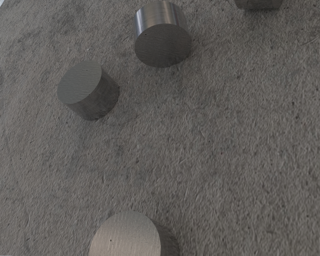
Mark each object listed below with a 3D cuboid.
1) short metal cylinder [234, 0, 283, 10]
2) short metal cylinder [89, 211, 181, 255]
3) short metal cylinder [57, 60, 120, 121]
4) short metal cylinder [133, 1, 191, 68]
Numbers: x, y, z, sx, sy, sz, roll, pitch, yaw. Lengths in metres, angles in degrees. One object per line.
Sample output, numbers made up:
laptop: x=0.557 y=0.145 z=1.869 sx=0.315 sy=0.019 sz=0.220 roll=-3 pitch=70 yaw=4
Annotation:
short metal cylinder: x=0.137 y=-0.205 z=0.422 sx=0.050 sy=0.080 sz=0.080 roll=11 pitch=67 yaw=33
short metal cylinder: x=-0.025 y=0.132 z=0.320 sx=0.080 sy=0.050 sz=0.080 roll=-13 pitch=56 yaw=21
short metal cylinder: x=-0.111 y=-0.058 z=0.482 sx=0.080 sy=0.050 sz=0.080 roll=-13 pitch=56 yaw=21
short metal cylinder: x=0.002 y=-0.134 z=0.450 sx=0.080 sy=0.080 sz=0.050 roll=-19 pitch=54 yaw=17
